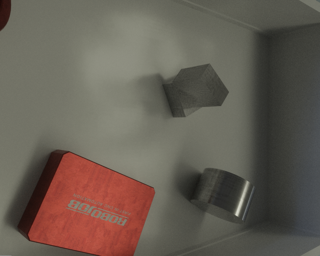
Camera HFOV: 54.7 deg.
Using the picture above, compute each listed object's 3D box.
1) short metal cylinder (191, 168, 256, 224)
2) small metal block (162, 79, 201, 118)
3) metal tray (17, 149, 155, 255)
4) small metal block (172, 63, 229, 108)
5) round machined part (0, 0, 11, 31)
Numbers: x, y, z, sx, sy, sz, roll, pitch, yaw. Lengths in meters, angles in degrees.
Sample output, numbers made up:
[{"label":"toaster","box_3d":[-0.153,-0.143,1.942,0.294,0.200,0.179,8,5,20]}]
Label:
[{"label":"short metal cylinder","box_3d":[0.091,0.099,0.450,0.080,0.080,0.050,40,66,-33]},{"label":"small metal block","box_3d":[0.037,-0.048,0.440,0.050,0.025,0.050,-31,110,-36]},{"label":"metal tray","box_3d":[-0.073,0.089,0.344,0.130,0.030,0.090,31,70,-36]},{"label":"small metal block","box_3d":[0.053,-0.054,0.404,0.050,0.050,0.025,48,62,-30]},{"label":"round machined part","box_3d":[-0.166,-0.117,0.236,0.098,0.042,0.097,-9,91,-78]}]
